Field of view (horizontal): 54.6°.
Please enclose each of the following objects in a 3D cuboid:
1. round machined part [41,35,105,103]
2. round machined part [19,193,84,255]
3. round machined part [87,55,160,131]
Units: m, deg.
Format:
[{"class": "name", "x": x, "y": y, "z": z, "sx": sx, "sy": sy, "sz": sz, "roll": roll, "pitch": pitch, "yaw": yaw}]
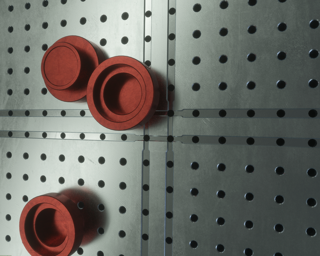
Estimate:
[{"class": "round machined part", "x": -0.132, "y": -0.086, "z": 0.451, "sx": 0.098, "sy": 0.042, "sz": 0.097, "roll": 0, "pitch": 90, "yaw": 20}, {"class": "round machined part", "x": -0.154, "y": 0.144, "z": 0.459, "sx": 0.098, "sy": 0.042, "sz": 0.097, "roll": 0, "pitch": 90, "yaw": 20}, {"class": "round machined part", "x": -0.046, "y": -0.045, "z": 0.420, "sx": 0.098, "sy": 0.042, "sz": 0.097, "roll": 0, "pitch": 90, "yaw": 20}]
